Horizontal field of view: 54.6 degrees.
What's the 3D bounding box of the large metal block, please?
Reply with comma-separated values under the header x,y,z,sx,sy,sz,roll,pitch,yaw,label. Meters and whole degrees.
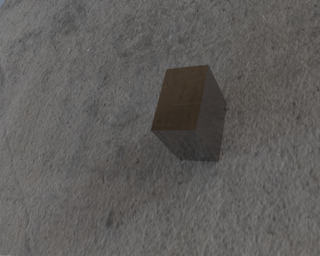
x,y,z,sx,sy,sz,roll,pitch,yaw,label
0.038,-0.014,0.358,0.050,0.080,0.080,-1,61,28,large metal block
